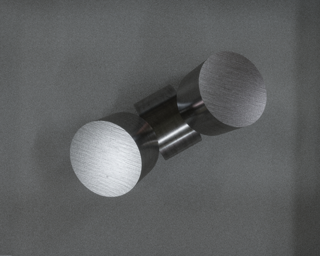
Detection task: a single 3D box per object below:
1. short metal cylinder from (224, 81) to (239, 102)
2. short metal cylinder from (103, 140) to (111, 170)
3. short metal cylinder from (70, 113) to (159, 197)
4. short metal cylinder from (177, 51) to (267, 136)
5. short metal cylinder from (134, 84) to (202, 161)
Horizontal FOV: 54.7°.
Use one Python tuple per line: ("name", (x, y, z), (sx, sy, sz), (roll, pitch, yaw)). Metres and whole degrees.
("short metal cylinder", (0.067, -0.037, 0.398), (0.081, 0.050, 0.079), (0, 90, -1))
("short metal cylinder", (-0.048, 0.025, 0.397), (0.081, 0.050, 0.079), (0, 90, -1))
("short metal cylinder", (-0.047, 0.026, 0.332), (0.080, 0.050, 0.079), (4, 104, 18))
("short metal cylinder", (0.065, -0.035, 0.333), (0.081, 0.050, 0.080), (5, 77, -21))
("short metal cylinder", (0.009, -0.007, 0.382), (0.050, 0.080, 0.080), (-30, 90, 0))
